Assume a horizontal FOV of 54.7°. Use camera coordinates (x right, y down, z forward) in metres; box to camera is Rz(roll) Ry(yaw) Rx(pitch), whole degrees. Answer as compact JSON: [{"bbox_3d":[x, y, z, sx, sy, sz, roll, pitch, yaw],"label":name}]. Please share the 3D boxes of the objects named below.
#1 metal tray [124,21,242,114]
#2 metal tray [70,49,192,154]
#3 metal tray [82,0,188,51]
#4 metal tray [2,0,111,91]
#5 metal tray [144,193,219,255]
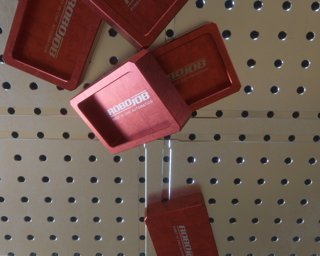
[{"bbox_3d":[0.023,-0.063,0.387,0.130,0.030,0.090,-24,109,8],"label":"metal tray"},{"bbox_3d":[-0.038,-0.024,0.363,0.130,0.030,0.090,-21,111,43],"label":"metal tray"},{"bbox_3d":[-0.010,-0.160,0.330,0.090,0.030,0.130,40,87,-14],"label":"metal tray"},{"bbox_3d":[-0.119,-0.120,0.364,0.090,0.030,0.129,23,108,-9],"label":"metal tray"},{"bbox_3d":[0.037,0.170,0.474,0.090,0.030,0.129,-15,110,5],"label":"metal tray"}]
